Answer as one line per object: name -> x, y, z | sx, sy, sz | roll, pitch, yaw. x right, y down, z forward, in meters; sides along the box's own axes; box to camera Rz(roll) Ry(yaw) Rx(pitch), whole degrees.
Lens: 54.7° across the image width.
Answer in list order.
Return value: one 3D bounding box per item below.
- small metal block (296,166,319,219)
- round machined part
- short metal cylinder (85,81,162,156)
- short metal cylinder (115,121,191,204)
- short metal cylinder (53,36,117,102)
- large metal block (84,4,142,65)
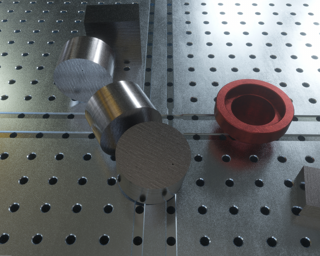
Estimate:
small metal block -> 0.184, 0.074, 0.346 | 0.050, 0.025, 0.050 | 11, 51, 8
round machined part -> 0.121, -0.017, 0.412 | 0.099, 0.042, 0.098 | 0, 50, 0
short metal cylinder -> -0.044, -0.011, 0.381 | 0.081, 0.080, 0.050 | -23, 54, -18
short metal cylinder -> -0.009, 0.039, 0.350 | 0.081, 0.050, 0.080 | 3, 58, -4
short metal cylinder -> -0.104, -0.082, 0.440 | 0.080, 0.080, 0.050 | 0, 50, 0
large metal block -> -0.071, -0.147, 0.495 | 0.081, 0.080, 0.050 | -3, 50, -3
